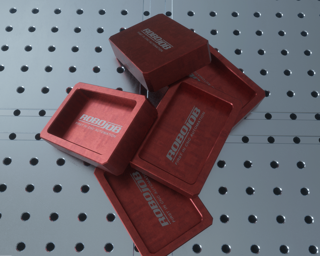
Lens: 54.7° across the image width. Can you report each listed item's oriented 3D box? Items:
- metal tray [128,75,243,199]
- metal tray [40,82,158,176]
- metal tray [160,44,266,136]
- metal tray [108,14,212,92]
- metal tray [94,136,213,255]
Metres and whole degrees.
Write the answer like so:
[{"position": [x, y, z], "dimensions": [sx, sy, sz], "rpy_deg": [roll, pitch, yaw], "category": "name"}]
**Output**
[{"position": [0.032, 0.007, 0.375], "dimensions": [0.090, 0.030, 0.130], "rpy_deg": [27, 72, 9], "category": "metal tray"}, {"position": [-0.077, -0.005, 0.377], "dimensions": [0.130, 0.030, 0.090], "rpy_deg": [16, 67, 37], "category": "metal tray"}, {"position": [0.066, -0.056, 0.430], "dimensions": [0.090, 0.030, 0.130], "rpy_deg": [-42, 76, -14], "category": "metal tray"}, {"position": [-0.004, -0.106, 0.416], "dimensions": [0.090, 0.030, 0.130], "rpy_deg": [-29, 43, -11], "category": "metal tray"}, {"position": [-0.009, 0.084, 0.378], "dimensions": [0.090, 0.030, 0.130], "rpy_deg": [-31, 73, -11], "category": "metal tray"}]
